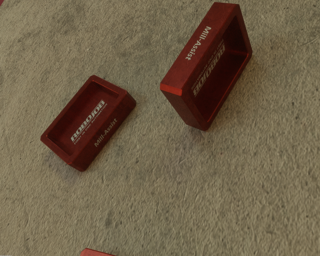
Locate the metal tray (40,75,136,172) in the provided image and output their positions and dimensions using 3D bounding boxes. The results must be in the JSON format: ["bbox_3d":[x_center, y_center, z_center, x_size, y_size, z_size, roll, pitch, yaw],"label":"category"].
[{"bbox_3d":[-0.108,-0.011,0.463,0.090,0.030,0.130,29,77,37],"label":"metal tray"}]

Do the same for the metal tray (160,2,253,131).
[{"bbox_3d":[0.061,-0.072,0.374,0.030,0.090,0.130,23,74,36],"label":"metal tray"}]

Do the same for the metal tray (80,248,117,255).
[{"bbox_3d":[-0.034,0.180,0.307,0.130,0.030,0.090,1,62,28],"label":"metal tray"}]
